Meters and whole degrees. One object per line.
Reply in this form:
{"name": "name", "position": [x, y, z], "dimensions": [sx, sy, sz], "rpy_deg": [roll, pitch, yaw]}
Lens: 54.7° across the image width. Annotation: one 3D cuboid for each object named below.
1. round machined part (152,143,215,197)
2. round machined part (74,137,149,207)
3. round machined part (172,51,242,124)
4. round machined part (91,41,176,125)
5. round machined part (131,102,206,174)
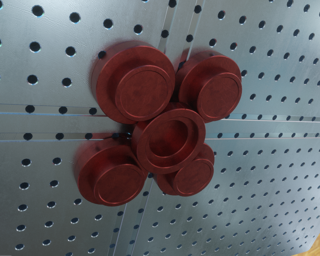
{"name": "round machined part", "position": [0.041, 0.063, 0.463], "dimensions": [0.099, 0.042, 0.097], "rpy_deg": [-14, 125, -21]}
{"name": "round machined part", "position": [-0.059, 0.065, 0.410], "dimensions": [0.099, 0.042, 0.097], "rpy_deg": [-14, 125, -21]}
{"name": "round machined part", "position": [0.068, -0.048, 0.409], "dimensions": [0.099, 0.042, 0.097], "rpy_deg": [-14, 125, -21]}
{"name": "round machined part", "position": [-0.025, -0.046, 0.358], "dimensions": [0.099, 0.042, 0.097], "rpy_deg": [-14, 125, -21]}
{"name": "round machined part", "position": [0.008, 0.009, 0.410], "dimensions": [0.099, 0.042, 0.097], "rpy_deg": [-14, 125, -21]}
